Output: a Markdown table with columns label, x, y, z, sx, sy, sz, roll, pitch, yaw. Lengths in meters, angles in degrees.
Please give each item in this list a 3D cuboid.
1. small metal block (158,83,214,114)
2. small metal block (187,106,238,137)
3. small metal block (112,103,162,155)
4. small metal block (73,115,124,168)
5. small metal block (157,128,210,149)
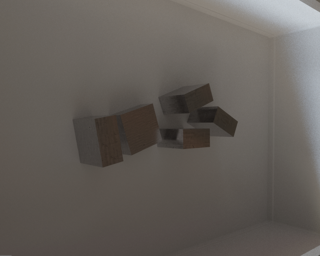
| label | x | y | z | sx | sy | sz | roll | pitch | yaw |
| --- | --- | --- | --- | --- | --- | --- | --- | --- | --- |
| small metal block | 0.035 | -0.040 | 0.422 | 0.050 | 0.050 | 0.025 | -27 | 108 | -37 |
| small metal block | 0.078 | -0.009 | 0.458 | 0.050 | 0.050 | 0.025 | 31 | 71 | -36 |
| small metal block | -0.029 | 0.001 | 0.384 | 0.050 | 0.025 | 0.050 | -24 | 105 | -38 |
| small metal block | -0.068 | 0.013 | 0.335 | 0.025 | 0.050 | 0.050 | -14 | 99 | -40 |
| small metal block | 0.032 | 0.013 | 0.419 | 0.050 | 0.050 | 0.025 | -1 | 91 | -40 |
